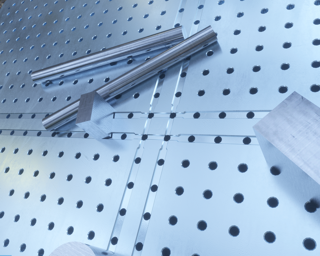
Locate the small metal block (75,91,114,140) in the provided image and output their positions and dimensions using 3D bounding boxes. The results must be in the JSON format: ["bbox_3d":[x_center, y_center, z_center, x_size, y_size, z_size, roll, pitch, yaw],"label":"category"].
[{"bbox_3d":[-0.094,-0.018,0.452,0.025,0.050,0.050,-12,57,22],"label":"small metal block"}]

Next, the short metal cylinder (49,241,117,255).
[{"bbox_3d":[-0.085,0.169,0.333,0.080,0.050,0.080,-13,56,21],"label":"short metal cylinder"}]

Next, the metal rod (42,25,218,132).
[{"bbox_3d":[-0.053,-0.072,0.479,0.300,0.025,0.025,-27,53,11],"label":"metal rod"}]

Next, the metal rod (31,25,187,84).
[{"bbox_3d":[-0.099,-0.121,0.534,0.301,0.025,0.025,-10,57,22],"label":"metal rod"}]

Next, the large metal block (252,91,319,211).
[{"bbox_3d":[0.139,0.025,0.284,0.050,0.080,0.080,-41,51,1],"label":"large metal block"}]
